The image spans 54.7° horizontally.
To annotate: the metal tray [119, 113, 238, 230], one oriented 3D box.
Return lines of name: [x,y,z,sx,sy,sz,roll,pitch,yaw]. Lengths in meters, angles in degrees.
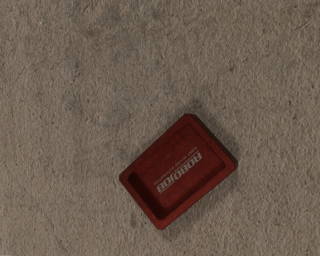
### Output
metal tray: [0.022,0.055,0.397,0.130,0.030,0.090,-44,77,14]
